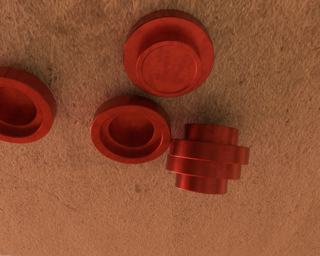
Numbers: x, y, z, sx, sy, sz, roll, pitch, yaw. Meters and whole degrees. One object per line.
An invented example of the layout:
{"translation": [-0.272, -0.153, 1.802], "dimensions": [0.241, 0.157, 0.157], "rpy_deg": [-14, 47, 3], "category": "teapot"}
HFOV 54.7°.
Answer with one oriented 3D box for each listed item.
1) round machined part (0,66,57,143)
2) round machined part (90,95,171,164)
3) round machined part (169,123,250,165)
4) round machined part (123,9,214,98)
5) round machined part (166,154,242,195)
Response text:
{"translation": [-0.173, -0.031, 0.368], "dimensions": [0.099, 0.042, 0.097], "rpy_deg": [0, 130, 0], "category": "round machined part"}
{"translation": [-0.035, -0.002, 0.393], "dimensions": [0.099, 0.042, 0.097], "rpy_deg": [0, 130, 0], "category": "round machined part"}
{"translation": [0.063, 0.019, 0.390], "dimensions": [0.099, 0.098, 0.042], "rpy_deg": [7, 87, -6], "category": "round machined part"}
{"translation": [0.010, -0.072, 0.335], "dimensions": [0.099, 0.042, 0.097], "rpy_deg": [0, 130, 0], "category": "round machined part"}
{"translation": [0.056, 0.061, 0.411], "dimensions": [0.099, 0.098, 0.042], "rpy_deg": [7, 87, -6], "category": "round machined part"}
